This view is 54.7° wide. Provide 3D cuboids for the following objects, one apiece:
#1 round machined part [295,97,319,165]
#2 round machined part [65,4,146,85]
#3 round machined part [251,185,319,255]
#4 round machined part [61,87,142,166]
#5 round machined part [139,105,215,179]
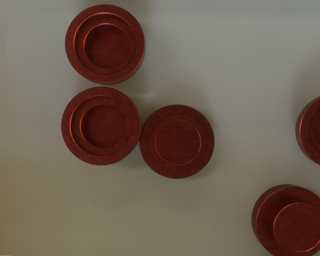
[{"bbox_3d":[0.227,0.003,0.401,0.099,0.042,0.097,0,92,9],"label":"round machined part"},{"bbox_3d":[-0.068,-0.104,0.402,0.099,0.042,0.097,0,90,-1],"label":"round machined part"},{"bbox_3d":[0.175,0.126,0.405,0.099,0.042,0.097,0,90,-1],"label":"round machined part"},{"bbox_3d":[-0.073,-0.002,0.402,0.099,0.042,0.097,0,90,-1],"label":"round machined part"},{"bbox_3d":[0.022,0.018,0.403,0.099,0.042,0.097,0,90,-1],"label":"round machined part"}]
